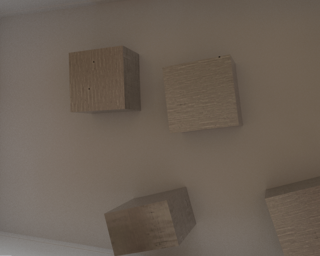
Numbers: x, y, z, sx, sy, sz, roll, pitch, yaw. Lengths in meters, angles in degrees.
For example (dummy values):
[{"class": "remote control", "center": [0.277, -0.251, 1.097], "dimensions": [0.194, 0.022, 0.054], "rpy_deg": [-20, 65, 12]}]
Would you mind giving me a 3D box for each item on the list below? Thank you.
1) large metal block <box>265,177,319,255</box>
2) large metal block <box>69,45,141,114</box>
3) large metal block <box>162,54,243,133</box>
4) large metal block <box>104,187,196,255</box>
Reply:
[{"class": "large metal block", "center": [0.168, 0.101, 0.338], "dimensions": [0.080, 0.050, 0.080], "rpy_deg": [-19, 84, 19]}, {"class": "large metal block", "center": [-0.074, -0.062, 0.423], "dimensions": [0.080, 0.050, 0.080], "rpy_deg": [-2, 89, 20]}, {"class": "large metal block", "center": [0.053, -0.038, 0.378], "dimensions": [0.080, 0.050, 0.080], "rpy_deg": [-7, 88, 20]}, {"class": "large metal block", "center": [-0.009, 0.113, 0.384], "dimensions": [0.080, 0.080, 0.050], "rpy_deg": [-17, 85, 19]}]
